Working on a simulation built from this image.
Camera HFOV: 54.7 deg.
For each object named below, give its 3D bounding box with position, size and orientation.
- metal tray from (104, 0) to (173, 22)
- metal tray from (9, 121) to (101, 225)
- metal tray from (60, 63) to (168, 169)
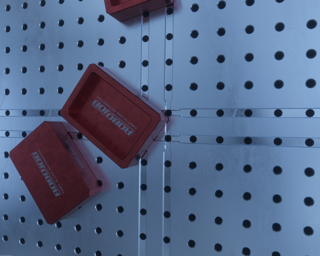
[{"bbox_3d":[-0.038,-0.224,0.422,0.090,0.030,0.129,-12,86,19],"label":"metal tray"},{"bbox_3d":[-0.159,0.065,0.464,0.090,0.030,0.130,-38,78,15],"label":"metal tray"},{"bbox_3d":[-0.066,-0.018,0.431,0.130,0.030,0.090,38,102,15],"label":"metal tray"}]
